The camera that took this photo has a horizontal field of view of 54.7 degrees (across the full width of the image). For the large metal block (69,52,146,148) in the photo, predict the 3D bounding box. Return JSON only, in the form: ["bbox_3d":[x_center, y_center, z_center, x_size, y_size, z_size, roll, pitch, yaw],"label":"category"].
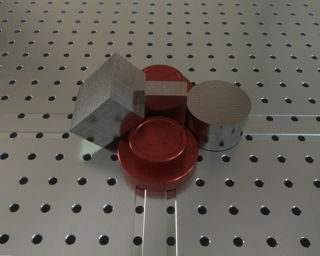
[{"bbox_3d":[-0.064,-0.034,0.392,0.050,0.080,0.080,32,40,-33],"label":"large metal block"}]

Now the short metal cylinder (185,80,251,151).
[{"bbox_3d":[0.073,-0.017,0.405,0.080,0.050,0.080,0,50,0],"label":"short metal cylinder"}]

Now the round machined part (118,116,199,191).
[{"bbox_3d":[-0.002,0.024,0.377,0.099,0.042,0.098,0,50,0],"label":"round machined part"}]

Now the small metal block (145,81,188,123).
[{"bbox_3d":[0.008,-0.032,0.389,0.050,0.050,0.025,1,50,1],"label":"small metal block"}]

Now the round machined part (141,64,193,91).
[{"bbox_3d":[0.000,-0.053,0.441,0.099,0.042,0.098,0,50,0],"label":"round machined part"}]
